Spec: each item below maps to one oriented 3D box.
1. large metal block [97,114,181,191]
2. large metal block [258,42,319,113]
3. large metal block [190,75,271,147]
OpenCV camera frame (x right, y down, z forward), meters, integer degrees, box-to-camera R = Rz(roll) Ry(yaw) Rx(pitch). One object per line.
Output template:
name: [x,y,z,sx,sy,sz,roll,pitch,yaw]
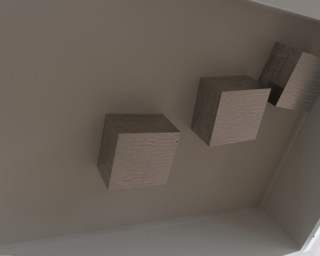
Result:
large metal block: [-0.029,0.029,0.396,0.081,0.050,0.079,-1,119,-29]
large metal block: [0.197,-0.073,0.458,0.081,0.050,0.079,6,116,-32]
large metal block: [0.096,-0.026,0.431,0.081,0.050,0.079,-7,122,-25]
